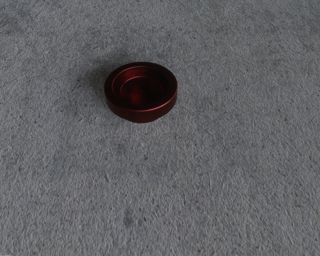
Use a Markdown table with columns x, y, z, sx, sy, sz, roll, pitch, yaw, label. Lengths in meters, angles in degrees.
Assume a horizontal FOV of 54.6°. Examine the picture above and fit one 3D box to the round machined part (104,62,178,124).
| x | y | z | sx | sy | sz | roll | pitch | yaw | label |
| --- | --- | --- | --- | --- | --- | --- | --- | --- | --- |
| -0.026 | -0.045 | 0.430 | 0.099 | 0.042 | 0.098 | 0 | 50 | 0 | round machined part |
